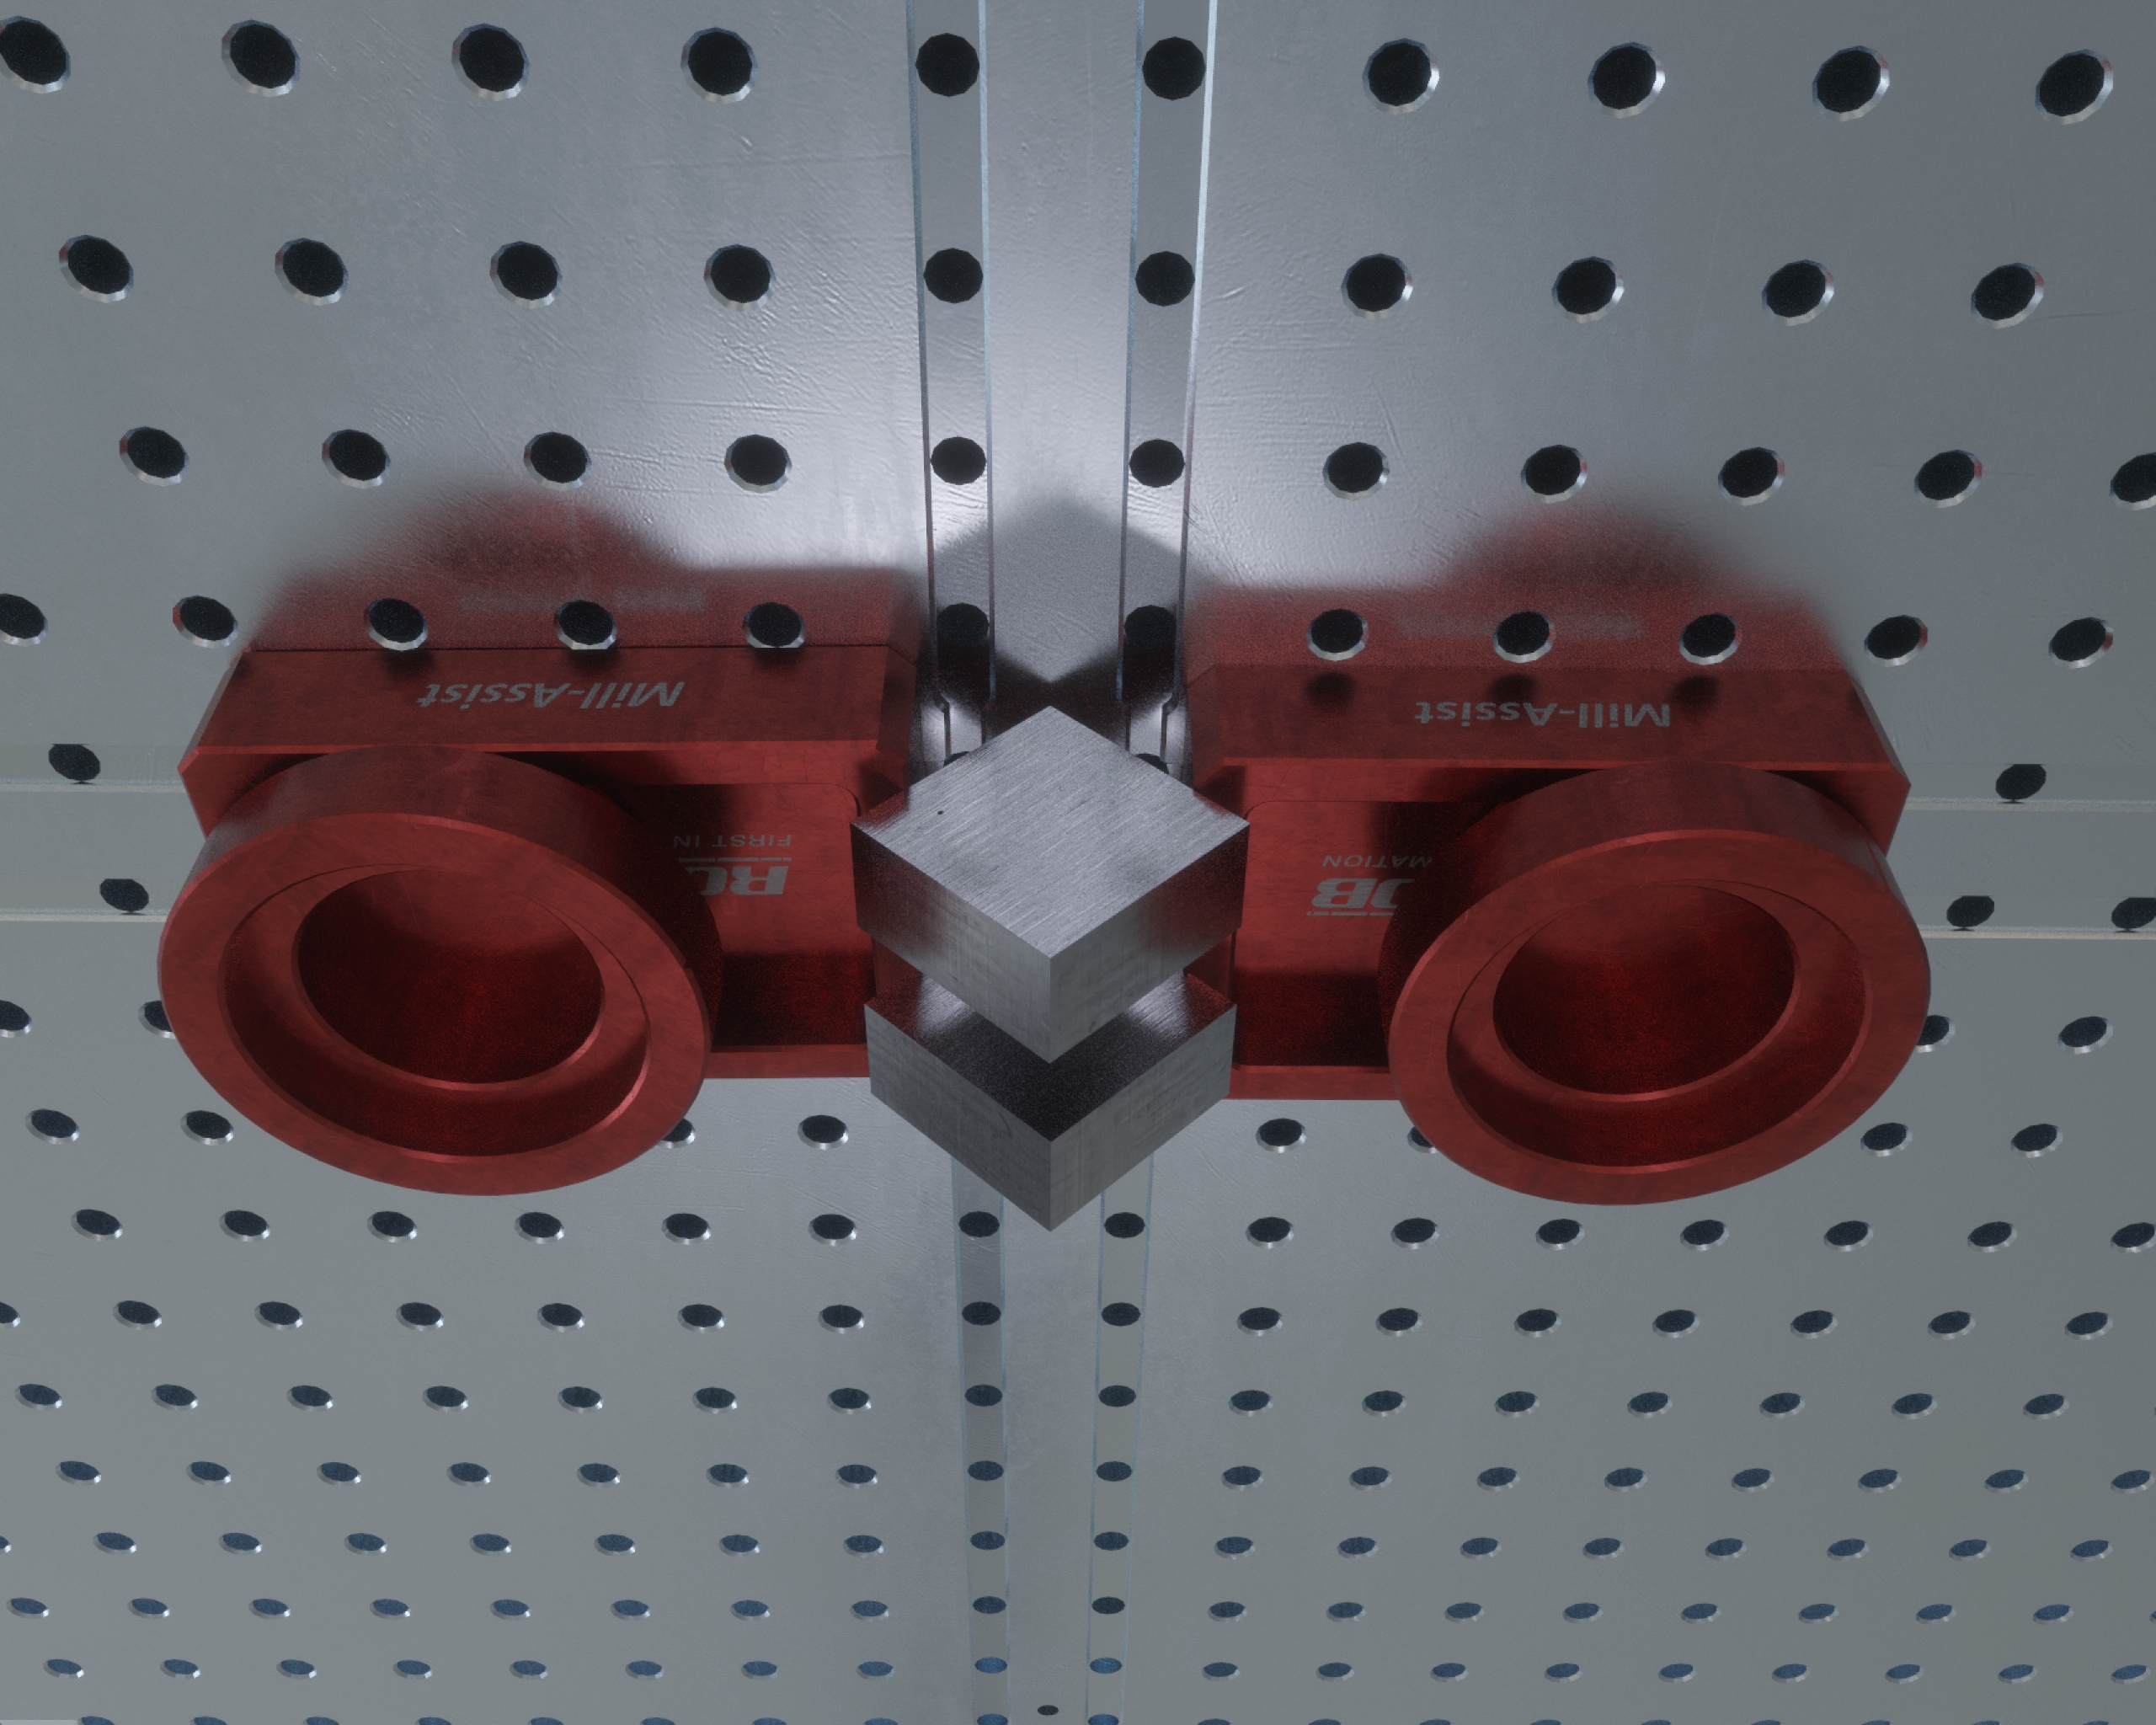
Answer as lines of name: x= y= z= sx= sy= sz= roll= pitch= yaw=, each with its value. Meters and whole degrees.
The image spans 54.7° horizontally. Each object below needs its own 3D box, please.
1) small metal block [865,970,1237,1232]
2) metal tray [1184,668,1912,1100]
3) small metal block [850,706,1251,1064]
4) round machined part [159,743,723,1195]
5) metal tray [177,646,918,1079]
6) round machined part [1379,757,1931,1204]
small metal block: x=-0.005 y=0.036 z=0.407 sx=0.050 sy=0.050 sz=0.025 roll=33 pitch=139 yaw=32
metal tray: x=0.086 y=0.006 z=0.415 sx=0.131 sy=0.030 sz=0.089 roll=0 pitch=131 yaw=-1
small metal block: x=-0.005 y=0.002 z=0.378 sx=0.050 sy=0.050 sz=0.025 roll=33 pitch=139 yaw=32
round machined part: x=-0.117 y=0.016 z=0.396 sx=0.099 sy=0.042 sz=0.097 roll=0 pitch=130 yaw=0
metal tray: x=-0.095 y=0.002 z=0.411 sx=0.131 sy=0.030 sz=0.089 roll=-1 pitch=132 yaw=0
round machined part: x=0.107 y=0.018 z=0.400 sx=0.099 sy=0.042 sz=0.097 roll=0 pitch=130 yaw=0
